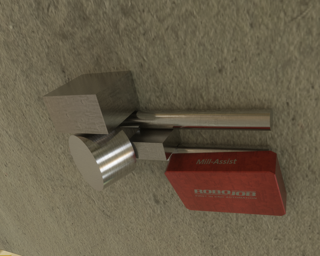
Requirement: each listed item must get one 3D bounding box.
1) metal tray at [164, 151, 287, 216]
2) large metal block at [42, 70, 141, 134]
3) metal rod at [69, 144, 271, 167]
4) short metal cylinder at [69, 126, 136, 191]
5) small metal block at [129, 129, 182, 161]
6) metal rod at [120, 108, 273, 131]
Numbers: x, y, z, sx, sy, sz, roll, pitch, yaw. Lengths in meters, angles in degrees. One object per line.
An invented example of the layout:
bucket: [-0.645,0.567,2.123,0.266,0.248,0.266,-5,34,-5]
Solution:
metal tray: [0.082,0.070,0.386,0.130,0.030,0.090,-4,134,28]
large metal block: [-0.083,-0.034,0.394,0.080,0.080,0.050,1,119,27]
metal rod: [-0.005,0.033,0.430,0.300,0.025,0.025,0,119,27]
short metal cylinder: [-0.076,0.035,0.406,0.080,0.050,0.079,34,139,36]
small metal block: [-0.006,0.017,0.404,0.050,0.050,0.025,1,119,27]
metal rod: [-0.012,-0.011,0.407,0.301,0.025,0.025,1,119,27]
